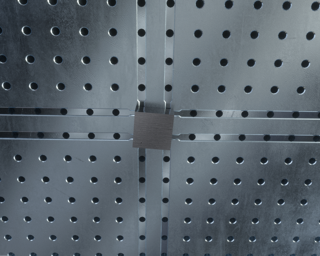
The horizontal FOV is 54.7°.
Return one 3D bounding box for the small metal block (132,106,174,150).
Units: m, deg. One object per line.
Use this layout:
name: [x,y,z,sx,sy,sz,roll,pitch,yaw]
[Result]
small metal block: [-0.009,0.000,0.413,0.050,0.025,0.050,5,110,-2]
